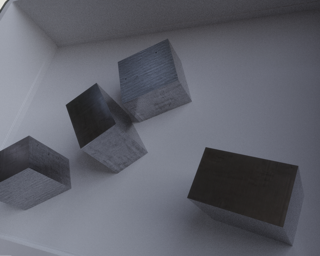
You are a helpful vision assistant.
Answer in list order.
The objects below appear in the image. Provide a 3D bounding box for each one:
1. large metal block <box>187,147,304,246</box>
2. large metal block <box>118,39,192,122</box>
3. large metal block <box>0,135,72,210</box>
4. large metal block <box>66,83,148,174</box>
[{"bbox_3d":[0.083,0.064,0.287,0.080,0.080,0.050,10,67,32],"label":"large metal block"},{"bbox_3d":[-0.009,-0.066,0.435,0.080,0.050,0.080,-21,54,15],"label":"large metal block"},{"bbox_3d":[-0.183,0.065,0.427,0.080,0.080,0.050,-27,53,12],"label":"large metal block"},{"bbox_3d":[-0.069,0.001,0.406,0.050,0.080,0.080,-35,51,5],"label":"large metal block"}]
